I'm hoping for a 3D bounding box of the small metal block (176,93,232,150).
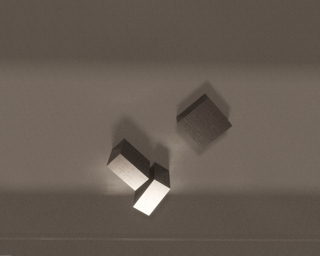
[{"bbox_3d":[0.058,-0.009,0.409,0.050,0.025,0.050,-40,106,13],"label":"small metal block"}]

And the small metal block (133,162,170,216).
[{"bbox_3d":[-0.011,0.083,0.428,0.025,0.050,0.050,33,107,-12],"label":"small metal block"}]

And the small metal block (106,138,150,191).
[{"bbox_3d":[-0.041,0.048,0.415,0.025,0.050,0.050,-42,105,14],"label":"small metal block"}]
